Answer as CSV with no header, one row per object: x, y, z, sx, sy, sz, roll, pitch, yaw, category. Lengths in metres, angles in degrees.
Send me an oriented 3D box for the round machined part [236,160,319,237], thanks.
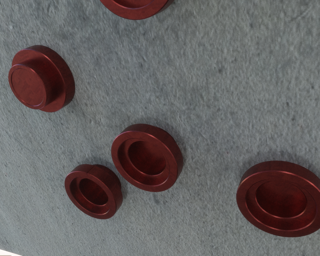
0.144,0.078,0.368,0.098,0.042,0.097,13,124,20,round machined part

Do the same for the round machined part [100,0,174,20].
-0.021,-0.161,0.306,0.098,0.042,0.097,13,124,20,round machined part

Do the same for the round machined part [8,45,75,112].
-0.176,-0.066,0.446,0.098,0.042,0.097,13,124,20,round machined part

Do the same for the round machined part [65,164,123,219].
-0.103,0.099,0.509,0.098,0.042,0.097,13,124,20,round machined part

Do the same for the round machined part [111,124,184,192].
-0.014,0.036,0.424,0.098,0.042,0.097,13,124,20,round machined part
